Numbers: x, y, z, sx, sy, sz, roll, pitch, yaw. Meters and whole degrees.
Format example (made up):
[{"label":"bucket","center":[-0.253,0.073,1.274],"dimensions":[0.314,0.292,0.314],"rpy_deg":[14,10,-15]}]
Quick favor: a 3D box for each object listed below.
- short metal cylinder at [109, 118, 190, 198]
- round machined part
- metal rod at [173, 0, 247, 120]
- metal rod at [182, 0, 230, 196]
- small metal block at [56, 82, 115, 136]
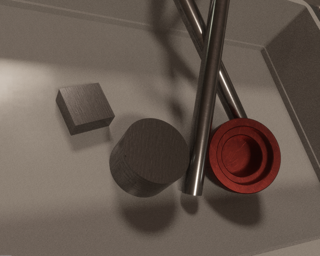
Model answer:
[{"label":"short metal cylinder","center":[-0.013,0.035,0.363],"dimensions":[0.081,0.050,0.080],"rpy_deg":[14,56,-21]},{"label":"round machined part","center":[0.106,0.038,0.415],"dimensions":[0.099,0.042,0.097],"rpy_deg":[2,80,-9]},{"label":"metal rod","center":[0.074,-0.088,0.428],"dimensions":[0.025,0.025,0.299],"rpy_deg":[-39,107,-39]},{"label":"metal rod","center":[0.062,-0.066,0.393],"dimensions":[0.025,0.025,0.298],"rpy_deg":[11,85,-23]},{"label":"small metal block","center":[-0.090,-0.024,0.373],"dimensions":[0.050,0.025,0.050],"rpy_deg":[-17,71,-35]}]
